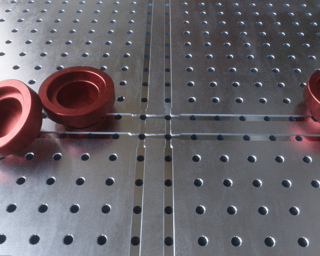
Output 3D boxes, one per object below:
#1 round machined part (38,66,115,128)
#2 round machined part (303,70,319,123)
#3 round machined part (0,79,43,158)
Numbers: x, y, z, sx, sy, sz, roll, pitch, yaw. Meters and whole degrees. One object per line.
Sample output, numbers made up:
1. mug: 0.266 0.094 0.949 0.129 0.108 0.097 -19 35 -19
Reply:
1. round machined part: -0.111 -0.039 0.427 0.099 0.042 0.098 1 49 -1
2. round machined part: 0.249 -0.037 0.431 0.099 0.042 0.098 0 50 0
3. round machined part: -0.189 -0.008 0.387 0.098 0.042 0.098 -7 64 15
